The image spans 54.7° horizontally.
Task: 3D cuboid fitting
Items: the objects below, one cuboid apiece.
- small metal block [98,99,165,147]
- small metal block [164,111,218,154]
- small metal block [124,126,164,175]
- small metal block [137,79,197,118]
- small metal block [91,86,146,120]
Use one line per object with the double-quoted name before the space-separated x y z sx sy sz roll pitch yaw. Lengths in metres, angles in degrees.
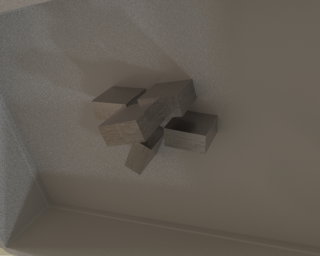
"small metal block" -0.030 -0.006 0.339 0.050 0.050 0.025 -9 114 31
"small metal block" 0.038 0.003 0.373 0.050 0.050 0.025 11 123 22
"small metal block" -0.019 0.027 0.418 0.025 0.050 0.050 30 128 8
"small metal block" 0.010 -0.034 0.365 0.050 0.050 0.025 -3 117 29
"small metal block" -0.051 -0.031 0.398 0.050 0.050 0.025 7 122 24
